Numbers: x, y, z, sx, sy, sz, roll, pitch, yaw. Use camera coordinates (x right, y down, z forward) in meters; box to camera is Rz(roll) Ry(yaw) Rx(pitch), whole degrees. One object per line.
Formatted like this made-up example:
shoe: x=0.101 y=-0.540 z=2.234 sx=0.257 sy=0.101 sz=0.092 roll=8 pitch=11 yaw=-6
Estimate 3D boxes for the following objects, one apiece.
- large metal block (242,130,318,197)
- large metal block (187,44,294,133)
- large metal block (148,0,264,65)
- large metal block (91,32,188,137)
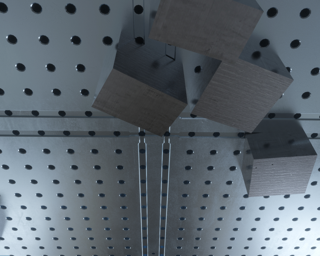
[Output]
large metal block: x=0.165 y=0.051 z=0.442 sx=0.080 sy=0.050 sz=0.080 roll=-4 pitch=130 yaw=3
large metal block: x=0.087 y=-0.049 z=0.355 sx=0.081 sy=0.050 sz=0.079 roll=17 pitch=128 yaw=-15
large metal block: x=0.036 y=-0.110 z=0.283 sx=0.081 sy=0.080 sz=0.050 roll=14 pitch=129 yaw=-12
large metal block: x=-0.020 y=-0.048 z=0.335 sx=0.080 sy=0.080 sz=0.050 roll=24 pitch=126 yaw=-19
